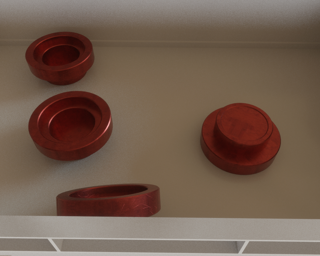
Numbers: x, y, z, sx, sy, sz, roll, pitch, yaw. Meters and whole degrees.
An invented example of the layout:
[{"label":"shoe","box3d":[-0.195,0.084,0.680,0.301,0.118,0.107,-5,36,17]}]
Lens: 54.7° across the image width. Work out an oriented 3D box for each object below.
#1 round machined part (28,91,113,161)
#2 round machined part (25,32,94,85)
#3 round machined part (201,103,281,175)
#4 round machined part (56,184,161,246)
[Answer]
[{"label":"round machined part","box3d":[-0.109,0.002,0.392,0.099,0.042,0.098,0,50,0]},{"label":"round machined part","box3d":[-0.151,-0.104,0.480,0.099,0.042,0.098,0,50,0]},{"label":"round machined part","box3d":[0.102,0.006,0.389,0.099,0.042,0.098,0,50,0]},{"label":"round machined part","box3d":[-0.048,0.082,0.301,0.099,0.098,0.042,-3,87,-3]}]
